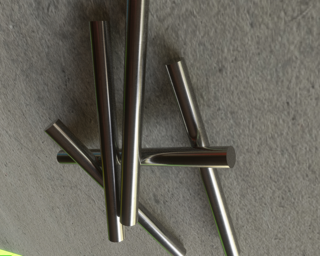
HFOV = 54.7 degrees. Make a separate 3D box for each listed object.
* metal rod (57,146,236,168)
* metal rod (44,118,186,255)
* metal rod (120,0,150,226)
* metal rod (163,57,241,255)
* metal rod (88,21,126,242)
[{"bbox_3d":[-0.042,0.040,0.432,0.300,0.025,0.025,-4,117,36],"label":"metal rod"},{"bbox_3d":[-0.055,0.103,0.465,0.025,0.025,0.300,-23,116,36],"label":"metal rod"},{"bbox_3d":[-0.033,-0.012,0.376,0.025,0.025,0.298,12,112,21],"label":"metal rod"},{"bbox_3d":[0.062,0.054,0.406,0.025,0.025,0.298,-6,116,30],"label":"metal rod"},{"bbox_3d":[-0.067,0.016,0.409,0.025,0.025,0.298,6,108,25],"label":"metal rod"}]
